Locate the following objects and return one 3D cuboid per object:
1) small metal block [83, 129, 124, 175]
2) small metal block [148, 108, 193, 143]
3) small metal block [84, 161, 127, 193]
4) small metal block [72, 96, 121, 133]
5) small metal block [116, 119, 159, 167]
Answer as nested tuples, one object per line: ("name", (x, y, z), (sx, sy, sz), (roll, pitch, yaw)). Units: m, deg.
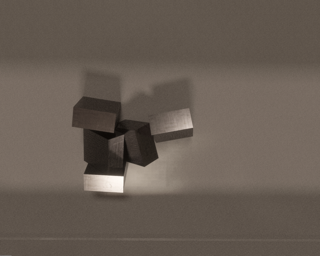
("small metal block", (-0.074, 0.026, 0.404), (0.050, 0.025, 0.050), (22, 118, 36))
("small metal block", (0.015, -0.002, 0.395), (0.050, 0.050, 0.025), (-10, 76, 3))
("small metal block", (-0.072, 0.061, 0.419), (0.050, 0.050, 0.025), (4, 114, -2))
("small metal block", (-0.078, -0.018, 0.390), (0.050, 0.050, 0.025), (9, 110, -4))
("small metal block", (-0.033, 0.018, 0.403), (0.025, 0.050, 0.050), (-29, 115, -37))
